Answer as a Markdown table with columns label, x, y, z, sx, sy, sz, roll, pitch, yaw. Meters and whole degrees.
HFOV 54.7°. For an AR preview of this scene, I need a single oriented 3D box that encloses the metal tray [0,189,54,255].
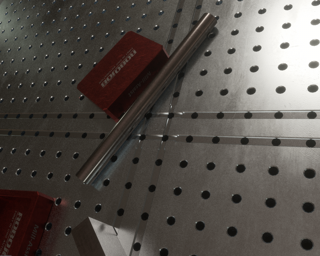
| label | x | y | z | sx | sy | sz | roll | pitch | yaw |
| --- | --- | --- | --- | --- | --- | --- | --- | --- | --- |
| metal tray | -0.207 | 0.151 | 0.418 | 0.090 | 0.030 | 0.130 | -3 | 60 | 26 |

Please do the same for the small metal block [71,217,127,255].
| label | x | y | z | sx | sy | sz | roll | pitch | yaw |
| --- | --- | --- | --- | --- | --- | --- | --- | --- | --- |
| small metal block | -0.066 | 0.132 | 0.344 | 0.025 | 0.050 | 0.050 | -40 | 51 | 1 |

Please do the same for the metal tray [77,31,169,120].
| label | x | y | z | sx | sy | sz | roll | pitch | yaw |
| --- | --- | --- | --- | --- | --- | --- | --- | --- | --- |
| metal tray | -0.058 | -0.086 | 0.487 | 0.130 | 0.030 | 0.090 | -48 | 52 | -6 |

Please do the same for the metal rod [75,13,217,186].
| label | x | y | z | sx | sy | sz | roll | pitch | yaw |
| --- | --- | --- | --- | --- | --- | --- | --- | --- | --- |
| metal rod | -0.014 | -0.047 | 0.442 | 0.025 | 0.025 | 0.300 | 30 | 78 | 37 |
